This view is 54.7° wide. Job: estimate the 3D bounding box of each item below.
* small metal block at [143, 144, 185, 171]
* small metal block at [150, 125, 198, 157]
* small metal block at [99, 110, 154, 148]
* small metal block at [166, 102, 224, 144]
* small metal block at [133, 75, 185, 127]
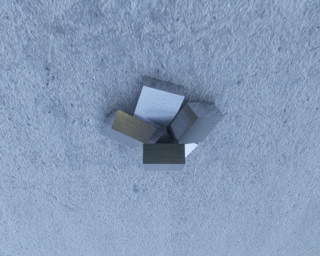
[{"bbox_3d":[0.005,0.038,0.393,0.050,0.025,0.050,0,163,-1],"label":"small metal block"},{"bbox_3d":[0.016,0.020,0.427,0.050,0.025,0.050,26,125,-21],"label":"small metal block"},{"bbox_3d":[-0.044,0.003,0.395,0.050,0.025,0.050,26,161,-22],"label":"small metal block"},{"bbox_3d":[0.044,-0.006,0.390,0.050,0.025,0.050,-5,141,-43],"label":"small metal block"},{"bbox_3d":[-0.003,-0.032,0.382,0.050,0.025,0.050,13,129,-12],"label":"small metal block"}]
